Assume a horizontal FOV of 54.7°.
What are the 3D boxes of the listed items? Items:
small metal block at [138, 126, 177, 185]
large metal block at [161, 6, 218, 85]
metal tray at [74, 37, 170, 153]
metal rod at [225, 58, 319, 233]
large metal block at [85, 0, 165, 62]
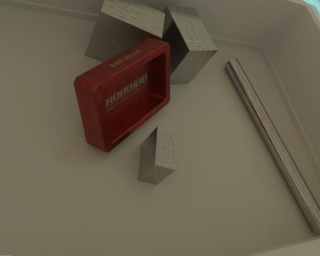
[{"bbox_3d":[-0.003,0.034,0.369,0.025,0.050,0.050,16,55,-20],"label":"small metal block"},{"bbox_3d":[0.028,-0.120,0.461,0.050,0.080,0.080,-10,67,-33],"label":"large metal block"},{"bbox_3d":[-0.036,-0.042,0.370,0.030,0.089,0.131,23,45,28],"label":"metal tray"},{"bbox_3d":[0.179,0.016,0.495,0.025,0.025,0.299,-9,66,-32],"label":"metal rod"},{"bbox_3d":[-0.049,-0.128,0.423,0.081,0.080,0.050,19,54,-18],"label":"large metal block"}]
